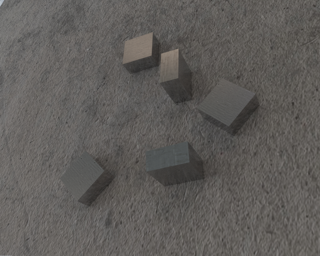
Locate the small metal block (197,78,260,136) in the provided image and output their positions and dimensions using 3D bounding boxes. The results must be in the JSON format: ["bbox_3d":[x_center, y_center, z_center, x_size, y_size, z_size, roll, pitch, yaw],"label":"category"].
[{"bbox_3d":[0.083,-0.026,0.376,0.050,0.025,0.050,35,81,38],"label":"small metal block"}]

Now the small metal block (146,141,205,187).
[{"bbox_3d":[0.018,0.042,0.352,0.050,0.050,0.025,-15,56,20],"label":"small metal block"}]

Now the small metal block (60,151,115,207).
[{"bbox_3d":[-0.097,0.067,0.414,0.050,0.025,0.050,-49,51,-6],"label":"small metal block"}]

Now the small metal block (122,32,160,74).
[{"bbox_3d":[-0.029,-0.119,0.492,0.050,0.025,0.050,-12,57,21],"label":"small metal block"}]

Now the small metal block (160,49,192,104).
[{"bbox_3d":[0.023,-0.069,0.418,0.025,0.050,0.050,-11,57,22],"label":"small metal block"}]
